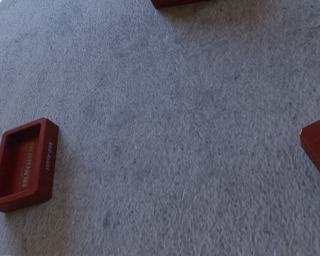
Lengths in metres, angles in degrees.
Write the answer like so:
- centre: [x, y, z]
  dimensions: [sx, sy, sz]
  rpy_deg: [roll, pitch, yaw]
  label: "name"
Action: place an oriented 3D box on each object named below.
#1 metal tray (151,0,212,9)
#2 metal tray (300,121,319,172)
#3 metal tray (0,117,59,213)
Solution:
- centre: [0.052, -0.255, 0.529]
  dimensions: [0.130, 0.030, 0.090]
  rpy_deg: [3, 63, 29]
  label: "metal tray"
- centre: [0.200, 0.037, 0.273]
  dimensions: [0.090, 0.030, 0.130]
  rpy_deg: [-28, 52, 10]
  label: "metal tray"
- centre: [-0.205, 0.054, 0.472]
  dimensions: [0.090, 0.030, 0.130]
  rpy_deg: [-18, 55, 17]
  label: "metal tray"
